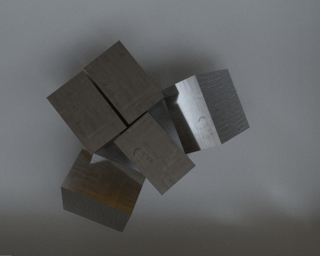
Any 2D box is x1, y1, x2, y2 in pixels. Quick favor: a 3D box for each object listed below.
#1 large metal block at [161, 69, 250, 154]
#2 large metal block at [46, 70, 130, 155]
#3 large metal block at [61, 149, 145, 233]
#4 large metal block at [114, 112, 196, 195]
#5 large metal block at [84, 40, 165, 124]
[{"bbox_3d":[0.058,-0.022,0.377,0.050,0.081,0.080,-21,90,40],"label":"large metal block"},{"bbox_3d":[-0.081,-0.017,0.382,0.050,0.080,0.080,-38,90,0],"label":"large metal block"},{"bbox_3d":[-0.069,0.079,0.375,0.080,0.080,0.050,22,55,-1],"label":"large metal block"},{"bbox_3d":[-0.006,0.028,0.382,0.050,0.080,0.080,-42,91,0],"label":"large metal block"},{"bbox_3d":[-0.040,-0.051,0.382,0.050,0.080,0.080,-39,91,0],"label":"large metal block"}]
